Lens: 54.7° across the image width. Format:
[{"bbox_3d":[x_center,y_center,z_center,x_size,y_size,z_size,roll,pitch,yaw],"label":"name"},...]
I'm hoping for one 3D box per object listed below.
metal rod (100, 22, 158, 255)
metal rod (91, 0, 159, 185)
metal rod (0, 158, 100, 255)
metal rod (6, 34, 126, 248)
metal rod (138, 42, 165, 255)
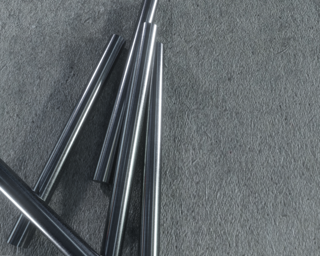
[{"bbox_3d":[-0.036,0.003,0.393,0.025,0.025,0.299,8,75,3],"label":"metal rod"},{"bbox_3d":[-0.042,-0.070,0.433,0.025,0.025,0.299,11,70,4],"label":"metal rod"},{"bbox_3d":[-0.127,0.102,0.346,0.300,0.025,0.025,42,75,5],"label":"metal rod"},{"bbox_3d":[-0.113,0.003,0.406,0.025,0.025,0.300,19,71,7],"label":"metal rod"},{"bbox_3d":[-0.010,0.022,0.399,0.025,0.025,0.299,1,70,0],"label":"metal rod"}]
